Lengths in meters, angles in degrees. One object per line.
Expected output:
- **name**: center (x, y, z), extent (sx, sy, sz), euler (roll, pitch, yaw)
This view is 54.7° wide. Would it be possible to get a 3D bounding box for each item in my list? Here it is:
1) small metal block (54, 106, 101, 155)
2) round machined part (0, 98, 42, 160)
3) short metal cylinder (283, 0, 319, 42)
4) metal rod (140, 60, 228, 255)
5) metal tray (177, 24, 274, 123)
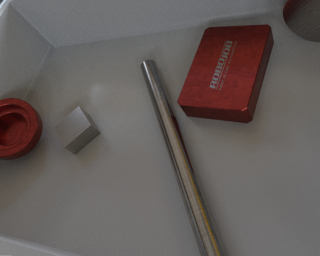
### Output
- **small metal block**: center (-0.125, 0.003, 0.467), extent (0.050, 0.025, 0.050), euler (-41, 51, 0)
- **round machined part**: center (-0.238, 0.004, 0.499), extent (0.099, 0.042, 0.098), euler (-1, 71, 2)
- **short metal cylinder**: center (0.193, -0.146, 0.359), extent (0.080, 0.080, 0.050), euler (20, 73, 35)
- **metal rod**: center (0.019, 0.020, 0.381), extent (0.025, 0.025, 0.299), euler (-26, 53, 11)
- **metal tray**: center (0.086, -0.074, 0.402), extent (0.090, 0.030, 0.130), euler (8, 66, 31)
